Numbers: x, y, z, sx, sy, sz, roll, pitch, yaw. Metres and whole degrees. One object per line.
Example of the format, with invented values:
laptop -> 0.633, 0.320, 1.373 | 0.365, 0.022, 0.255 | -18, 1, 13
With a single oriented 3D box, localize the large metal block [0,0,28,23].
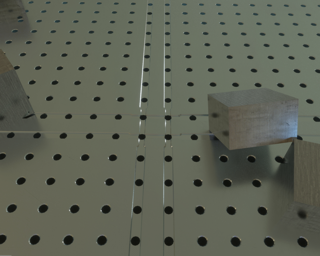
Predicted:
large metal block -> -0.310, -0.247, 0.595 | 0.081, 0.050, 0.080 | -18, 52, -15

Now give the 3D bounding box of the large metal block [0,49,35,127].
large metal block -> -0.225, -0.045, 0.406 | 0.081, 0.080, 0.050 | -29, 56, -22

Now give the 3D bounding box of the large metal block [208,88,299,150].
large metal block -> 0.110, -0.015, 0.382 | 0.081, 0.050, 0.080 | -7, 17, -6

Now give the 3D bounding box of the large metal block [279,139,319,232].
large metal block -> 0.180, 0.066, 0.339 | 0.080, 0.050, 0.080 | 12, 51, 10
